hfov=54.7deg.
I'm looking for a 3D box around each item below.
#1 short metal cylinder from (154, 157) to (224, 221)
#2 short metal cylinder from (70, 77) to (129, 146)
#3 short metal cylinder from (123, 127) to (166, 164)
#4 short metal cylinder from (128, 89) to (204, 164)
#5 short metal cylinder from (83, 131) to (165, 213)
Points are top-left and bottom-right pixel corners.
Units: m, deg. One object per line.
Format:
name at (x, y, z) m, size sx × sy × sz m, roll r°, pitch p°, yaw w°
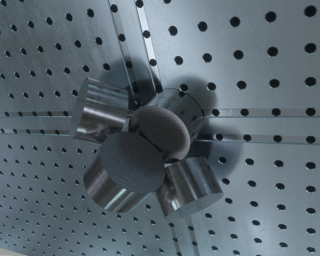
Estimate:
short metal cylinder at (0.034, 0.078, 0.396) m, size 0.080 × 0.081 × 0.050 m, roll -47°, pitch 56°, yaw 39°
short metal cylinder at (-0.079, -0.019, 0.395) m, size 0.050 × 0.080 × 0.080 m, roll 15°, pitch 133°, yaw -23°
short metal cylinder at (-0.035, 0.043, 0.438) m, size 0.080 × 0.050 × 0.079 m, roll 13°, pitch 124°, yaw 20°
short metal cylinder at (0.008, -0.002, 0.387) m, size 0.080 × 0.050 × 0.079 m, roll 13°, pitch 124°, yaw 20°
short metal cylinder at (-0.041, 0.051, 0.361) m, size 0.080 × 0.080 × 0.050 m, roll 41°, pitch 129°, yaw -1°
